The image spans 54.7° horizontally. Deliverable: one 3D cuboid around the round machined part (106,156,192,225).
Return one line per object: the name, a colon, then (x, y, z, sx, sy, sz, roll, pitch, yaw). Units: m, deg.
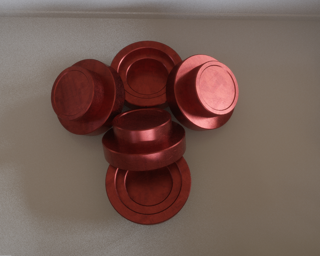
round machined part: (-0.013, 0.067, 0.374, 0.099, 0.042, 0.098, 0, 70, 0)

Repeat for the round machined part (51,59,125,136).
round machined part: (-0.097, -0.040, 0.390, 0.098, 0.042, 0.097, -4, 82, 27)

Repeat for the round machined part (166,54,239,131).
round machined part: (0.060, -0.047, 0.392, 0.099, 0.042, 0.097, 5, 81, -30)

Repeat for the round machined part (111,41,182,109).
round machined part: (-0.017, -0.066, 0.422, 0.099, 0.042, 0.098, 0, 70, 0)

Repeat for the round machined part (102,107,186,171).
round machined part: (-0.019, 0.007, 0.366, 0.099, 0.098, 0.042, -6, 115, -2)
